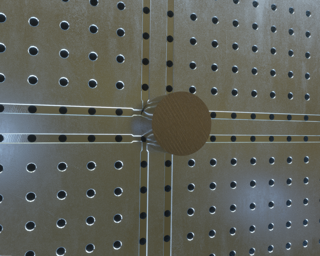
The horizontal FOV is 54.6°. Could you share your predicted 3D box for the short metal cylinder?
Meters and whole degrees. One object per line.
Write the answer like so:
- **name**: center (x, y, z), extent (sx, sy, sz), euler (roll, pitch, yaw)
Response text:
- **short metal cylinder**: center (0.019, -0.005, 0.406), extent (0.081, 0.050, 0.080), euler (0, 90, -20)
